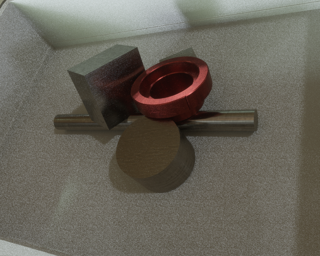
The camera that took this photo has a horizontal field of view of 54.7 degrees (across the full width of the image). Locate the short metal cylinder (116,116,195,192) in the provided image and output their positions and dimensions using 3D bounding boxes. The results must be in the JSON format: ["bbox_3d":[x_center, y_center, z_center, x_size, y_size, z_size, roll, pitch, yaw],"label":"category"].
[{"bbox_3d":[-0.004,0.030,0.369,0.080,0.050,0.080,-13,56,20],"label":"short metal cylinder"}]

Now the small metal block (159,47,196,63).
[{"bbox_3d":[0.029,-0.080,0.437,0.050,0.025,0.050,-19,54,16],"label":"small metal block"}]

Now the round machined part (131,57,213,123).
[{"bbox_3d":[0.017,-0.044,0.385,0.098,0.042,0.098,-15,39,12],"label":"round machined part"}]

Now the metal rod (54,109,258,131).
[{"bbox_3d":[-0.025,-0.009,0.419,0.300,0.025,0.025,0,62,27],"label":"metal rod"}]

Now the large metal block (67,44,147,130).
[{"bbox_3d":[-0.063,-0.057,0.416,0.080,0.080,0.050,-36,36,-25],"label":"large metal block"}]
